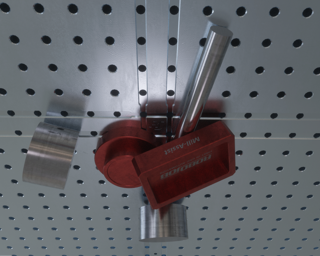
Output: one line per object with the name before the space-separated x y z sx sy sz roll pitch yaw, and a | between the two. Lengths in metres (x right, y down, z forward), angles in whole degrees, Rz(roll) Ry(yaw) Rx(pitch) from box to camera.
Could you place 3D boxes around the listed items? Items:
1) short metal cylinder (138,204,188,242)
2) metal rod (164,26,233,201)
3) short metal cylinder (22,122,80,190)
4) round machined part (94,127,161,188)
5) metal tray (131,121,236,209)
short metal cylinder | 0.005 0.158 0.511 0.081 0.050 0.080 -2 154 -1
metal rod | 0.032 0.009 0.419 0.025 0.025 0.298 10 130 -8
short metal cylinder | -0.140 0.036 0.405 0.050 0.080 0.079 15 129 -13
round machined part | -0.044 0.049 0.441 0.099 0.042 0.097 0 130 0
metal tray | 0.036 0.052 0.418 0.131 0.030 0.090 -23 136 -7
